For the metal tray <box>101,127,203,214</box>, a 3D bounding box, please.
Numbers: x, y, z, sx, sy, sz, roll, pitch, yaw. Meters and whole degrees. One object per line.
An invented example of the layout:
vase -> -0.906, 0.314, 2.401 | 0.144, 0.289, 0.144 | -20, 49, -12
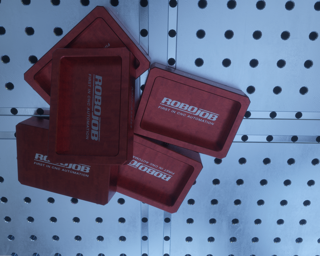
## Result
metal tray -> -0.018, 0.055, 0.430 | 0.131, 0.030, 0.090 | 24, 109, -9

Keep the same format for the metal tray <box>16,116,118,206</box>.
metal tray -> -0.121, 0.042, 0.407 | 0.130, 0.030, 0.089 | 11, 111, 10

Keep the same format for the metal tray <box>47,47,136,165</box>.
metal tray -> -0.077, -0.024, 0.355 | 0.090, 0.030, 0.129 | 1, 86, 7

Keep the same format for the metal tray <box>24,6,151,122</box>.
metal tray -> -0.087, -0.073, 0.382 | 0.130, 0.030, 0.090 | -38, 105, 12

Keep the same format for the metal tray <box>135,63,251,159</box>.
metal tray -> 0.038, -0.021, 0.402 | 0.131, 0.030, 0.089 | 17, 110, -7
